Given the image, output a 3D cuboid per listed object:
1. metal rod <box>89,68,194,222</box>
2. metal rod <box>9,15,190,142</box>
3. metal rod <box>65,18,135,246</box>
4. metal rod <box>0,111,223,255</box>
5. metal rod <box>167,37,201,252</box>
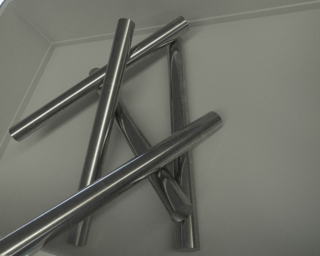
[{"bbox_3d":[-0.042,-0.002,0.410,0.025,0.025,0.300,-38,46,2],"label":"metal rod"},{"bbox_3d":[-0.090,-0.071,0.454,0.301,0.025,0.025,-33,52,3],"label":"metal rod"},{"bbox_3d":[-0.074,-0.005,0.405,0.025,0.025,0.299,4,76,29],"label":"metal rod"},{"bbox_3d":[-0.045,0.055,0.299,0.302,0.025,0.025,-30,44,-32],"label":"metal rod"},{"bbox_3d":[0.026,-0.003,0.393,0.025,0.025,0.299,-14,56,20],"label":"metal rod"}]
